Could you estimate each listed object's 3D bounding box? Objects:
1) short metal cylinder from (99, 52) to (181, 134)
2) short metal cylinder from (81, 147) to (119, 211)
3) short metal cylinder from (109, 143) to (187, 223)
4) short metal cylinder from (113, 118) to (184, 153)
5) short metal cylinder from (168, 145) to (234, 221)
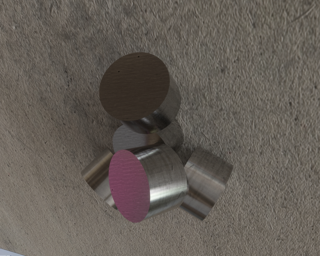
[{"bbox_3d":[-0.021,-0.038,0.352,0.080,0.080,0.050,13,167,21],"label":"short metal cylinder"},{"bbox_3d":[-0.066,0.072,0.445,0.080,0.050,0.080,44,174,7],"label":"short metal cylinder"},{"bbox_3d":[-0.016,0.060,0.351,0.080,0.050,0.079,11,105,49],"label":"short metal cylinder"},{"bbox_3d":[-0.015,0.018,0.410,0.080,0.050,0.079,13,123,21],"label":"short metal cylinder"},{"bbox_3d":[0.049,0.068,0.389,0.050,0.080,0.079,30,128,8],"label":"short metal cylinder"}]
